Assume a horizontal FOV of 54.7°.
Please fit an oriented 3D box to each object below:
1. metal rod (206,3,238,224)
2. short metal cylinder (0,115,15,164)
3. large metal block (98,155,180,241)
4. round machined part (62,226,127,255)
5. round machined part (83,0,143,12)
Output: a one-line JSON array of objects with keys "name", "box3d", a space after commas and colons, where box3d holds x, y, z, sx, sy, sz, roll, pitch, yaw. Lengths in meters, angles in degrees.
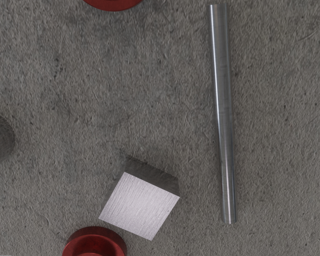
[{"name": "metal rod", "box3d": [0.085, -0.004, 0.408, 0.025, 0.025, 0.298, -7, 110, 2]}, {"name": "short metal cylinder", "box3d": [-0.240, 0.020, 0.402, 0.081, 0.050, 0.079, 0, 110, 0]}, {"name": "large metal block", "box3d": [-0.028, 0.097, 0.432, 0.080, 0.050, 0.080, 27, 108, -10]}, {"name": "round machined part", "box3d": [-0.101, 0.204, 0.475, 0.099, 0.042, 0.097, 0, 110, 0]}, {"name": "round machined part", "box3d": [-0.050, -0.178, 0.335, 0.099, 0.042, 0.097, 0, 110, 0]}]
